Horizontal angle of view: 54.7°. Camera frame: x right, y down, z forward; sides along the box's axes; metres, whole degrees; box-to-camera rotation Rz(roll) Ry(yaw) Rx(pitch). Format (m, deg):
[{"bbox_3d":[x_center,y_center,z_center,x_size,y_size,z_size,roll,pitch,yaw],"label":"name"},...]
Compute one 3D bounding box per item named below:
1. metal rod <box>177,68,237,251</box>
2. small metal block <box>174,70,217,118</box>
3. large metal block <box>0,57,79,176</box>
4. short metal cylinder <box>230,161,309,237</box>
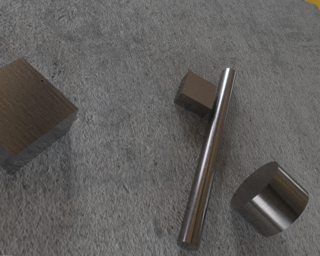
[{"bbox_3d":[0.074,0.020,0.433,0.025,0.025,0.300,29,52,-10],"label":"metal rod"},{"bbox_3d":[0.054,-0.051,0.466,0.050,0.025,0.050,28,52,-11],"label":"small metal block"},{"bbox_3d":[-0.146,-0.013,0.317,0.080,0.050,0.080,43,51,1],"label":"large metal block"},{"bbox_3d":[0.136,0.088,0.390,0.050,0.080,0.080,45,51,2],"label":"short metal cylinder"}]
